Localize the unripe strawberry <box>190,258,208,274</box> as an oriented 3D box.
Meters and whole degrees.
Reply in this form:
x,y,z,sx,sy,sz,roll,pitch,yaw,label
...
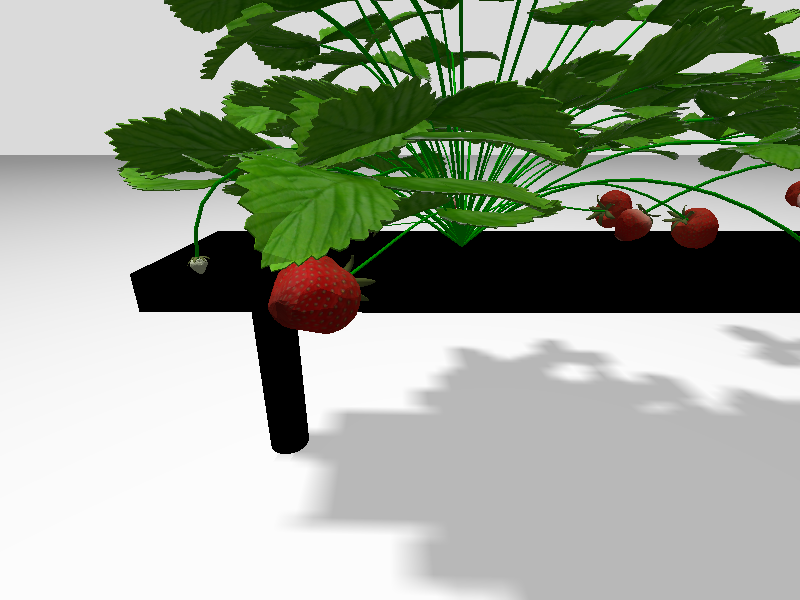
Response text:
x,y,z,sx,sy,sz,roll,pitch,yaw,label
-0.121,-0.021,0.241,0.010,0.010,0.011,-14,25,-31,unripe strawberry

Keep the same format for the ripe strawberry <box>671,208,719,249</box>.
x,y,z,sx,sy,sz,roll,pitch,yaw,label
0.260,-0.061,0.352,0.035,0.035,0.033,32,18,-12,ripe strawberry

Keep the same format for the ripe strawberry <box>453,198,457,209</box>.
x,y,z,sx,sy,sz,roll,pitch,yaw,label
0.067,-0.127,0.534,0.019,0.020,0.020,1,-25,3,ripe strawberry

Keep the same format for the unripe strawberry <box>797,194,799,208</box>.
x,y,z,sx,sy,sz,roll,pitch,yaw,label
0.550,-0.136,0.530,0.040,0.034,0.040,5,21,12,unripe strawberry

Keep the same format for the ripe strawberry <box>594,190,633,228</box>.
x,y,z,sx,sy,sz,roll,pitch,yaw,label
0.229,-0.097,0.425,0.038,0.040,0.035,-9,23,-23,ripe strawberry

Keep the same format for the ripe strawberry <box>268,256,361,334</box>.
x,y,z,sx,sy,sz,roll,pitch,yaw,label
-0.042,-0.002,0.188,0.043,0.037,0.043,12,25,27,ripe strawberry

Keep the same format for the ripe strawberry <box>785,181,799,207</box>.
x,y,z,sx,sy,sz,roll,pitch,yaw,label
0.571,-0.153,0.571,0.033,0.038,0.036,6,22,14,ripe strawberry

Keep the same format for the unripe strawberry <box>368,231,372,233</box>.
x,y,z,sx,sy,sz,roll,pitch,yaw,label
-0.033,-0.075,0.402,0.019,0.017,0.019,12,24,28,unripe strawberry

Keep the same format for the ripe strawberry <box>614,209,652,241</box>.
x,y,z,sx,sy,sz,roll,pitch,yaw,label
0.217,-0.068,0.376,0.030,0.031,0.029,38,20,-10,ripe strawberry
